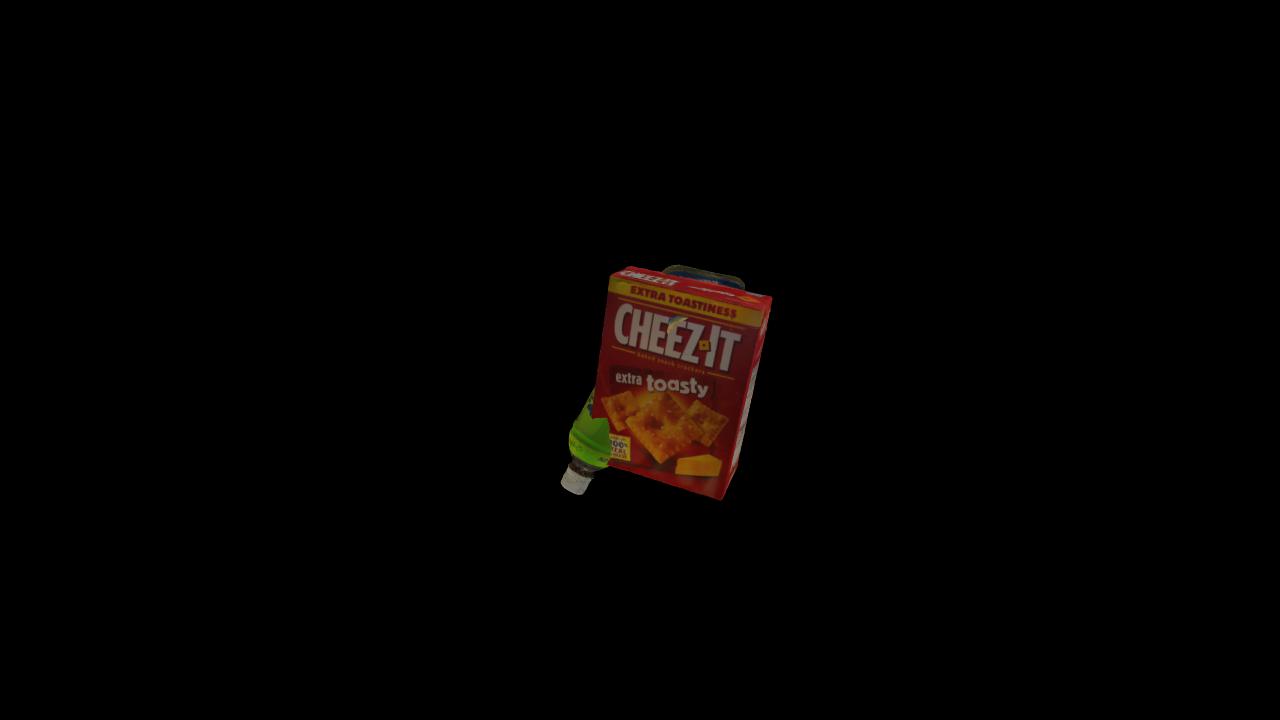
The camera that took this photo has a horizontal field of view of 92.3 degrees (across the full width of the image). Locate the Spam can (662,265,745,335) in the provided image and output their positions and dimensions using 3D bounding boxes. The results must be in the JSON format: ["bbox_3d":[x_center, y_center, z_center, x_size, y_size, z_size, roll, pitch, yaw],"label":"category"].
[{"bbox_3d":[0.069,-0.049,0.662,0.101,0.085,0.058,9,-47,-15],"label":"Spam can"}]

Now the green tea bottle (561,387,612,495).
[{"bbox_3d":[-0.030,0.058,0.711,0.073,0.212,0.073,26,6,-3],"label":"green tea bottle"}]

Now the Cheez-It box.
[{"bbox_3d":[0.039,0.024,0.671,0.166,0.223,0.071,15,22,15],"label":"Cheez-It box"}]
